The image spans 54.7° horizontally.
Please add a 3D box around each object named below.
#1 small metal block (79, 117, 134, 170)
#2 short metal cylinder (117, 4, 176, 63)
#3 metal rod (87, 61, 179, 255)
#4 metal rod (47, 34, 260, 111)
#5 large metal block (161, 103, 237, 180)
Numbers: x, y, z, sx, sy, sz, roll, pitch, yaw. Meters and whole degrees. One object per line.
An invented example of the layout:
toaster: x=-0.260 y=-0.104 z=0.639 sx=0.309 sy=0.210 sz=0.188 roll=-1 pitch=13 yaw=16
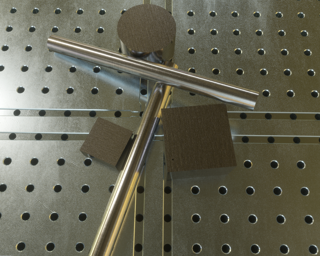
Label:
small metal block: x=-0.068 y=0.020 z=0.404 sx=0.050 sy=0.025 sz=0.050 roll=23 pitch=71 yaw=8
short metal cylinder: x=-0.018 y=-0.129 z=0.445 sx=0.081 sy=0.050 sz=0.080 roll=0 pitch=70 yaw=0
metal rod: x=-0.033 y=0.045 z=0.394 sx=0.025 sy=0.025 sz=0.299 roll=18 pitch=71 yaw=6
metal rod: x=-0.020 y=-0.079 z=0.416 sx=0.301 sy=0.025 sz=0.025 roll=19 pitch=71 yaw=15
large metal block: x=0.045 y=0.018 z=0.392 sx=0.081 sy=0.050 sz=0.080 roll=-5 pitch=70 yaw=-2
